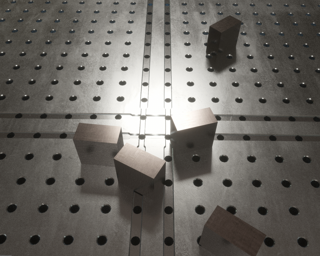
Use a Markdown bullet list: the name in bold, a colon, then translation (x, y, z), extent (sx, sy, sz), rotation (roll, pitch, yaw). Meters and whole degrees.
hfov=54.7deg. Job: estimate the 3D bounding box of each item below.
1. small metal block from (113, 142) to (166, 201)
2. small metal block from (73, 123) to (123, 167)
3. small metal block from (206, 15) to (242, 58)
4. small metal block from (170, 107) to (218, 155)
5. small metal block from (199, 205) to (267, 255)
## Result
- **small metal block**: translation (-0.022, 0.050, 0.349), extent (0.050, 0.050, 0.025), rotation (24, 54, 18)
- **small metal block**: translation (-0.072, 0.021, 0.372), extent (0.050, 0.050, 0.025), rotation (5, 50, 4)
- **small metal block**: translation (0.107, -0.154, 0.522), extent (0.050, 0.050, 0.025), rotation (-34, 58, -25)
- **small metal block**: translation (0.041, 0.005, 0.388), extent (0.050, 0.050, 0.025), rotation (-12, 51, -11)
- **small metal block**: translation (0.068, 0.109, 0.301), extent (0.050, 0.050, 0.025), rotation (29, 56, 22)
